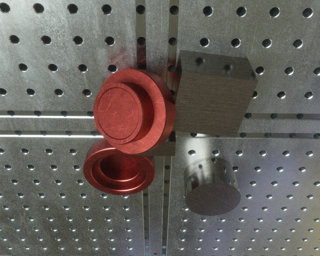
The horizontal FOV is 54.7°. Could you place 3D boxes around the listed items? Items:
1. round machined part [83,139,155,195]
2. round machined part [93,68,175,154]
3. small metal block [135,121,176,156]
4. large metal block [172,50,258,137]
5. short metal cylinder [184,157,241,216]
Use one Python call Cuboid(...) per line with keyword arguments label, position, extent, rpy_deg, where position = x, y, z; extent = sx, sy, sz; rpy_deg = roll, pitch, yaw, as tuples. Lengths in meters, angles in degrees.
Cuboid(label="round machined part", position=(-0.056, 0.049, 0.442), extent=(0.099, 0.042, 0.097), rpy_deg=(0, 130, 0))
Cuboid(label="round machined part", position=(-0.036, -0.018, 0.349), extent=(0.098, 0.042, 0.097), rpy_deg=(5, 99, 30))
Cuboid(label="small metal block", position=(-0.006, 0.010, 0.403), extent=(0.050, 0.050, 0.025), rpy_deg=(1, 130, -1))
Cuboid(label="large metal block", position=(0.057, -0.039, 0.362), extent=(0.081, 0.050, 0.079), rpy_deg=(6, 130, -5))
Cuboid(label="short metal cylinder", position=(0.078, 0.090, 0.472), extent=(0.081, 0.050, 0.079), rpy_deg=(0, 130, 0))
